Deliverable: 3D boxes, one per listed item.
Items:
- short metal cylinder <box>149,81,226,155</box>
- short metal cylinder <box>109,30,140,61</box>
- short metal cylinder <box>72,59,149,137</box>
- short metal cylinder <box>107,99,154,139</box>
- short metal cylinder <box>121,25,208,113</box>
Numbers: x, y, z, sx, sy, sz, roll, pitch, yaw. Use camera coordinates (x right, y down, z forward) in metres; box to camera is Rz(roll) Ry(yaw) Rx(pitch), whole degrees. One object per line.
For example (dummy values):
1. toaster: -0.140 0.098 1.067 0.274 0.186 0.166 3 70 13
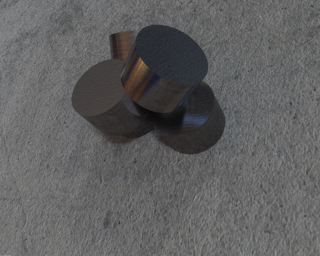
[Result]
1. short metal cylinder: 0.034 -0.014 0.378 0.080 0.050 0.080 -13 56 20
2. short metal cylinder: -0.029 -0.108 0.442 0.080 0.080 0.050 0 101 28
3. short metal cylinder: -0.058 -0.036 0.375 0.080 0.050 0.080 -13 56 20
4. short metal cylinder: -0.041 -0.032 0.429 0.080 0.050 0.080 -13 56 20
5. short metal cylinder: 0.004 -0.063 0.332 0.050 0.081 0.080 127 147 -50
